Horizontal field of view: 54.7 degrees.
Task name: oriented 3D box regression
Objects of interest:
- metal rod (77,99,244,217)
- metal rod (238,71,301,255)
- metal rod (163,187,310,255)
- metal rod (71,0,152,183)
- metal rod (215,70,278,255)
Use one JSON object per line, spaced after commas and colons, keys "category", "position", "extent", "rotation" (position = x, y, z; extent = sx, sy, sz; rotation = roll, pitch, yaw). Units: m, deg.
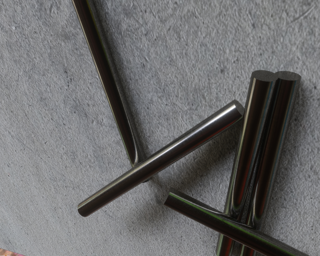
{"category": "metal rod", "position": [-0.015, 0.054, 0.420], "extent": [0.299, 0.025, 0.025], "rotation": [-36, 98, 30]}
{"category": "metal rod", "position": [0.127, 0.075, 0.385], "extent": [0.025, 0.025, 0.298], "rotation": [13, 124, 21]}
{"category": "metal rod", "position": [0.144, 0.154, 0.397], "extent": [0.301, 0.025, 0.025], "rotation": [26, 128, 0]}
{"category": "metal rod", "position": [-0.062, -0.056, 0.405], "extent": [0.025, 0.025, 0.298], "rotation": [-2, 118, 29]}
{"category": "metal rod", "position": [0.099, 0.070, 0.387], "extent": [0.025, 0.025, 0.298], "rotation": [16, 128, 19]}
